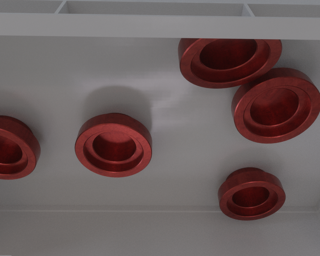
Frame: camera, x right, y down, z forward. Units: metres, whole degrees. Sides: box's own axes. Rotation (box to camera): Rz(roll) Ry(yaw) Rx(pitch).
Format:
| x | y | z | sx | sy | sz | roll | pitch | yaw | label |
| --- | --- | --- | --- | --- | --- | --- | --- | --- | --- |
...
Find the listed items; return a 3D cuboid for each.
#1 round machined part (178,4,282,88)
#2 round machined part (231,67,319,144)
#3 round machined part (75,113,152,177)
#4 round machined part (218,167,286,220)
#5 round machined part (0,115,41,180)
| x | y | z | sx | sy | sz | roll | pitch | yaw | label |
| --- | --- | --- | --- | --- | --- | --- | --- | --- | --- |
| 0.067 | -0.083 | 0.312 | 0.099 | 0.042 | 0.098 | -4 | 155 | -2 | round machined part |
| 0.135 | -0.030 | 0.373 | 0.099 | 0.042 | 0.097 | 0 | 130 | 0 | round machined part |
| -0.059 | 0.018 | 0.413 | 0.099 | 0.042 | 0.097 | 0 | 130 | 0 | round machined part |
| 0.140 | 0.099 | 0.483 | 0.099 | 0.042 | 0.097 | 0 | 130 | 0 | round machined part |
| -0.210 | 0.022 | 0.414 | 0.099 | 0.042 | 0.097 | 0 | 130 | 0 | round machined part |
